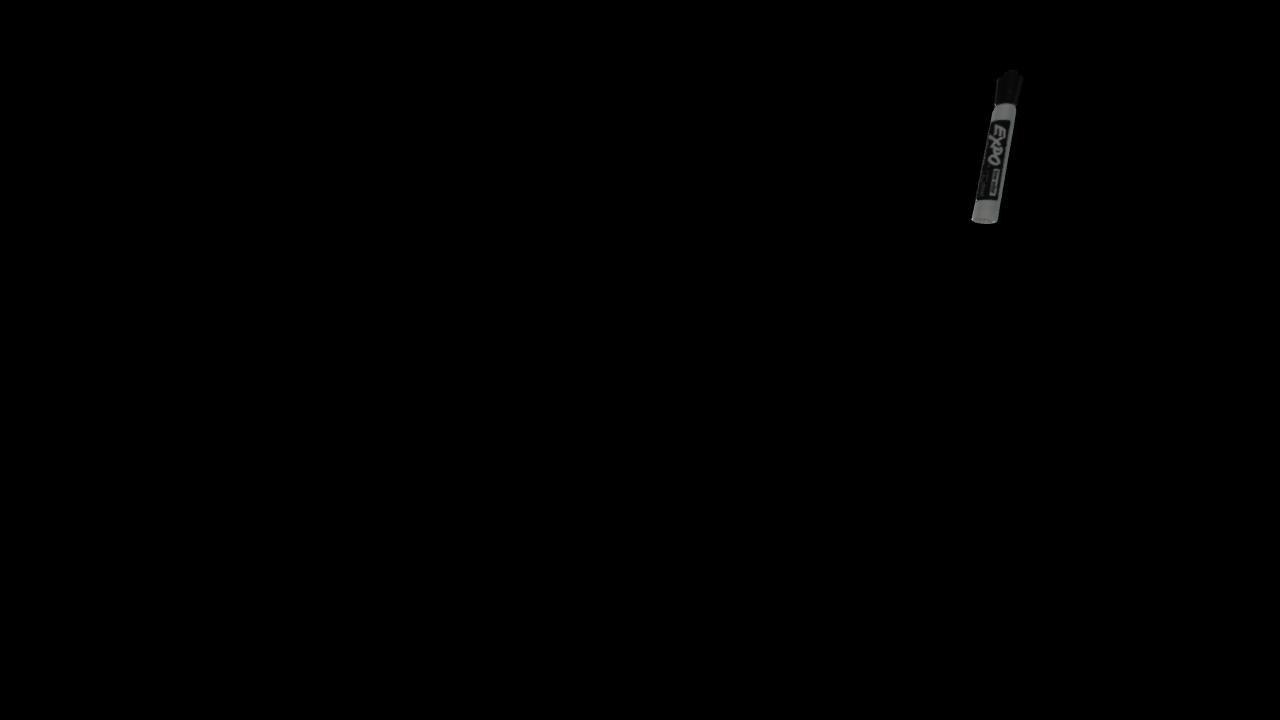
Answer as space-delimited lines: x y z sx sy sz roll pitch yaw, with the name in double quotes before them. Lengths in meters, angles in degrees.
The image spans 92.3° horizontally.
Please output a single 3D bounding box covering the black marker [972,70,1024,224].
"black marker" 0.288 -0.171 0.494 0.020 0.121 0.020 10 1 0
